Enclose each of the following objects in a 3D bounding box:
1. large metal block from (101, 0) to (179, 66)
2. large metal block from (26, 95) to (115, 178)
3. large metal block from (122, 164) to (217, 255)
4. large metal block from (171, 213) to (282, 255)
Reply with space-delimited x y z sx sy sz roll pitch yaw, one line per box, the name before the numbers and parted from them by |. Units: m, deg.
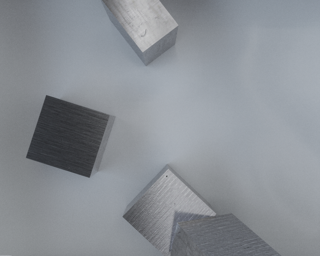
large metal block | -0.024 -0.131 0.383 0.050 0.080 0.080 -38 90 0
large metal block | -0.111 0.010 0.398 0.080 0.050 0.080 18 90 0
large metal block | 0.012 0.105 0.399 0.080 0.050 0.080 43 90 0
large metal block | 0.069 0.143 0.342 0.081 0.080 0.050 0 109 -29
